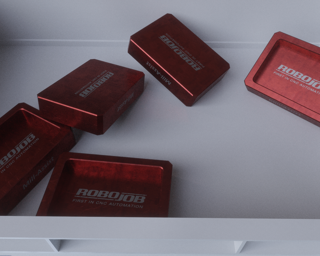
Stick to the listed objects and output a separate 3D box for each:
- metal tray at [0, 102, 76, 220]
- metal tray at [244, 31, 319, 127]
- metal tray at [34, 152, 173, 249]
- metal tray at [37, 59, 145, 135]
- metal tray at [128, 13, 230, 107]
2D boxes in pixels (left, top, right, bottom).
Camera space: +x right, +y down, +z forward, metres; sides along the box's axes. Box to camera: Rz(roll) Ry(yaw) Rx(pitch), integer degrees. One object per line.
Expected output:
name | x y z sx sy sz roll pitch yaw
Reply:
metal tray | -0.179 0.033 0.371 0.090 0.030 0.130 25 54 19
metal tray | 0.197 -0.067 0.429 0.130 0.030 0.090 33 93 25
metal tray | -0.055 0.075 0.337 0.131 0.030 0.090 5 50 3
metal tray | -0.087 -0.048 0.420 0.090 0.030 0.131 17 37 13
metal tray | 0.028 -0.104 0.463 0.130 0.030 0.090 44 61 9
